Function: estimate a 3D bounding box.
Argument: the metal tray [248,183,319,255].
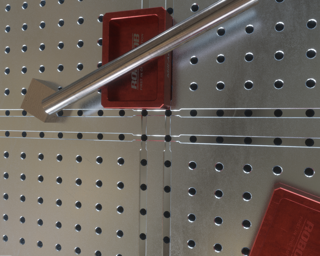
[{"bbox_3d":[0.155,0.141,0.355,0.090,0.030,0.129,20,97,18],"label":"metal tray"}]

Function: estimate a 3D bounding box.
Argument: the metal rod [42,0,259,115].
[{"bbox_3d":[-0.026,-0.089,0.388,0.300,0.025,0.025,-25,82,17],"label":"metal rod"}]

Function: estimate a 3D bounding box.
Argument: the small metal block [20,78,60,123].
[{"bbox_3d":[-0.177,-0.042,0.473,0.050,0.025,0.050,29,99,17],"label":"small metal block"}]

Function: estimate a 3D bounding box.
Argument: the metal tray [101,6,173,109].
[{"bbox_3d":[-0.032,-0.091,0.420,0.090,0.030,0.129,1,90,19],"label":"metal tray"}]
